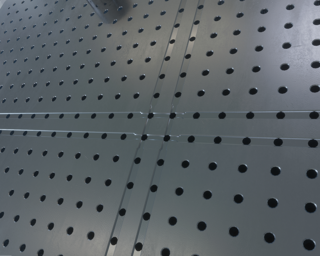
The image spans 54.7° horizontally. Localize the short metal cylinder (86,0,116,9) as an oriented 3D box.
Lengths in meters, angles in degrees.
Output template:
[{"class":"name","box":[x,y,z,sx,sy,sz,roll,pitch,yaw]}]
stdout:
[{"class":"short metal cylinder","box":[-0.124,-0.293,0.637,0.080,0.050,0.080,-13,56,21]}]
